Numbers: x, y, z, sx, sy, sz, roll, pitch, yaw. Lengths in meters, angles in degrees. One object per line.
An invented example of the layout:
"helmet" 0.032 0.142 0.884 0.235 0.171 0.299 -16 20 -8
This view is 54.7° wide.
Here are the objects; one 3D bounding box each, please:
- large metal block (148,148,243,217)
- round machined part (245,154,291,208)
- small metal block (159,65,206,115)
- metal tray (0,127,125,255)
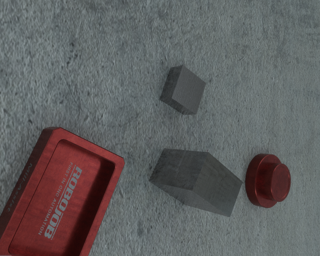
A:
"large metal block" 0.047 0.070 0.408 0.080 0.080 0.050 40 66 -33
"round machined part" 0.202 0.097 0.562 0.099 0.042 0.097 0 90 -40
"small metal block" 0.033 -0.052 0.432 0.050 0.025 0.050 30 71 -36
"metal tray" -0.100 0.074 0.317 0.090 0.030 0.130 32 70 -35
